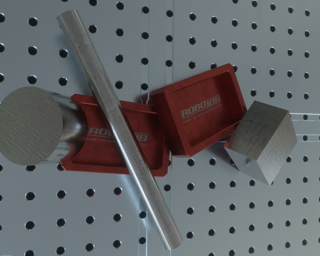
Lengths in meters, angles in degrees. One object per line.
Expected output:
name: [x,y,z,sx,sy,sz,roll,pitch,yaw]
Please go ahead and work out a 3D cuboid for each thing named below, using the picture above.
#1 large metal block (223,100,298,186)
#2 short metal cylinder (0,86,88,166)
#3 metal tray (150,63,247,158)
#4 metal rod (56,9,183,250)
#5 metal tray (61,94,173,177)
large metal block: [0.143,0.022,0.433,0.080,0.050,0.080,-53,137,-12]
short metal cylinder: [-0.126,-0.001,0.333,0.080,0.050,0.080,-1,86,15]
metal tray: [0.058,-0.026,0.411,0.131,0.030,0.090,-25,99,-35]
metal rod: [-0.043,0.010,0.365,0.025,0.025,0.299,-27,99,-18]
metal tray: [-0.052,0.011,0.390,0.131,0.030,0.089,7,88,-20]
